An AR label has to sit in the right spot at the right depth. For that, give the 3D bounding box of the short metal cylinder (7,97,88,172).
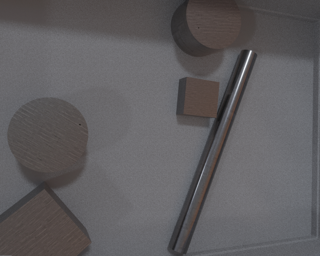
[{"bbox_3d":[-0.126,0.007,0.351,0.081,0.050,0.079,0,90,-21],"label":"short metal cylinder"}]

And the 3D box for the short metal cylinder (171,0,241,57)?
[{"bbox_3d":[0.062,-0.142,0.421,0.081,0.050,0.079,0,90,-21],"label":"short metal cylinder"}]

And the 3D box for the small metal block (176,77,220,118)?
[{"bbox_3d":[0.053,-0.041,0.431,0.050,0.025,0.050,6,88,-20],"label":"small metal block"}]

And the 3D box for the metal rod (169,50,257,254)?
[{"bbox_3d":[0.078,0.028,0.440,0.025,0.025,0.299,24,82,-19],"label":"metal rod"}]

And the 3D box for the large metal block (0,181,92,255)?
[{"bbox_3d":[-0.137,0.120,0.347,0.080,0.050,0.080,-39,103,-16],"label":"large metal block"}]
